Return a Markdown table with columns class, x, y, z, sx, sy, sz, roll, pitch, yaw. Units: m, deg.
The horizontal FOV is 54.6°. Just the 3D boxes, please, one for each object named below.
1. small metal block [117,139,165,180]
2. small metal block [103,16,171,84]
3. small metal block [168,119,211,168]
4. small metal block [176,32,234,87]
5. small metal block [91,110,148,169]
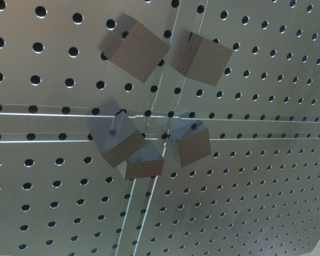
| class | x | y | z | sx | sy | sz | roll | pitch | yaw |
| --- | --- | --- | --- | --- | --- | --- | --- | --- | --- |
| small metal block | -0.029 | 0.039 | 0.403 | 0.050 | 0.050 | 0.025 | -3 | 120 | -27 |
| small metal block | -0.026 | -0.086 | 0.344 | 0.050 | 0.025 | 0.050 | 30 | 102 | -38 |
| small metal block | 0.044 | 0.023 | 0.448 | 0.050 | 0.025 | 0.050 | -23 | 127 | -14 |
| small metal block | 0.056 | -0.085 | 0.389 | 0.050 | 0.025 | 0.050 | 11 | 113 | -33 |
| small metal block | -0.050 | 0.013 | 0.375 | 0.050 | 0.050 | 0.025 | -37 | 129 | -4 |
